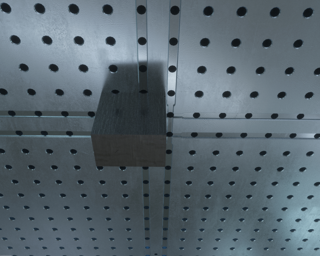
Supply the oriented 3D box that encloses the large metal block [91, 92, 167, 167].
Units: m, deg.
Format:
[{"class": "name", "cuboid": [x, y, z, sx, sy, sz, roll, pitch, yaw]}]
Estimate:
[{"class": "large metal block", "cuboid": [-0.034, 0.000, 0.375, 0.080, 0.080, 0.050, 1, 130, -1]}]
